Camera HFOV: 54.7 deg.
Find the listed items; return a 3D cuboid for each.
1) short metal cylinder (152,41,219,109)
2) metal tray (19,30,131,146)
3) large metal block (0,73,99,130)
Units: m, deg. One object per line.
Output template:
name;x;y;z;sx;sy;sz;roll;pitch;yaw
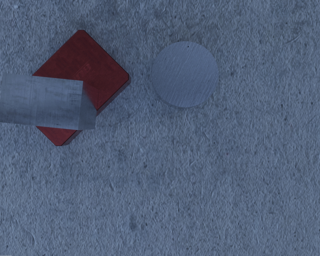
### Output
short metal cylinder;0.030;-0.065;0.398;0.081;0.050;0.080;0;90;0
metal tray;-0.114;-0.051;0.407;0.130;0.030;0.090;-45;90;0
large metal block;-0.120;-0.027;0.351;0.080;0.080;0.050;6;90;0
